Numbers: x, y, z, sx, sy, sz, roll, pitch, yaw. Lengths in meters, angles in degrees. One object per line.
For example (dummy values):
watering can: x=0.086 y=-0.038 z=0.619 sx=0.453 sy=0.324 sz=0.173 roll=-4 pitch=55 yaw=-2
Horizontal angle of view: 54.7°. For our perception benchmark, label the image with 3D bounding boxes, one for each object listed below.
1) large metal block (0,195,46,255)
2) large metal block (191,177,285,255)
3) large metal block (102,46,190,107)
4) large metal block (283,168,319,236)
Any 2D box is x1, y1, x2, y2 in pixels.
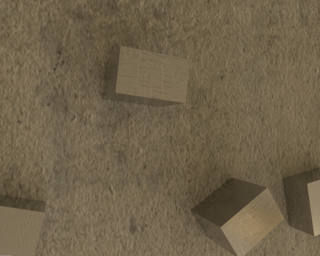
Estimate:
large metal block: x=-0.175 y=0.117 z=0.331 sx=0.081 sy=0.050 sz=0.080 roll=16 pitch=85 yaw=-20
large metal block: x=0.102 y=0.117 z=0.419 sx=0.080 sy=0.080 sz=0.050 roll=-34 pitch=102 yaw=-17
large metal block: x=-0.020 y=-0.057 z=0.373 sx=0.081 sy=0.080 sz=0.050 roll=7 pitch=88 yaw=-20
large metal block: x=0.249 y=0.113 z=0.490 sx=0.081 sy=0.050 sz=0.079 roll=-11 pitch=94 yaw=-20
